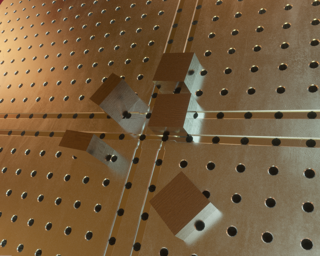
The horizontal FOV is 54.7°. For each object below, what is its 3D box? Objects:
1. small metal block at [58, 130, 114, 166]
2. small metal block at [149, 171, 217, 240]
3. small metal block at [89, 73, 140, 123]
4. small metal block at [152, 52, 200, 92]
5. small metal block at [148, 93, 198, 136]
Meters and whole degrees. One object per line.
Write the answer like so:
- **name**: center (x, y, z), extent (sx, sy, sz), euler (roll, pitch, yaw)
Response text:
- **small metal block**: center (-0.100, 0.027, 0.426), extent (0.050, 0.050, 0.025), euler (7, 65, 31)
- **small metal block**: center (0.025, 0.085, 0.342), extent (0.050, 0.025, 0.050), euler (-43, 51, -2)
- **small metal block**: center (-0.065, -0.043, 0.451), extent (0.025, 0.050, 0.050), euler (34, 80, 38)
- **small metal block**: center (0.024, -0.080, 0.444), extent (0.050, 0.025, 0.050), euler (7, 65, 30)
- **small metal block**: center (0.018, -0.018, 0.409), extent (0.050, 0.025, 0.050), euler (2, 62, 28)
